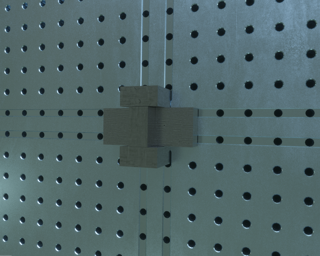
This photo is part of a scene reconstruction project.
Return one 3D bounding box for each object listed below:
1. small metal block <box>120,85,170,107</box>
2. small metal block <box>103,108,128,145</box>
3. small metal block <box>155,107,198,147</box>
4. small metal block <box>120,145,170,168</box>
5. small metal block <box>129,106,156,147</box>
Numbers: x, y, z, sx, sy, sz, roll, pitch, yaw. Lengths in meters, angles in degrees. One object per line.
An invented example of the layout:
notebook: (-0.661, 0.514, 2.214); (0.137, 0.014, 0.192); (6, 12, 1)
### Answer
small metal block: (-0.018, -0.039, 0.404); (0.050, 0.050, 0.025); (1, 91, 19)
small metal block: (-0.050, -0.002, 0.429); (0.050, 0.025, 0.050); (1, 90, 19)
small metal block: (0.022, -0.001, 0.404); (0.050, 0.025, 0.050); (1, 90, 19)
small metal block: (-0.019, 0.036, 0.405); (0.050, 0.050, 0.025); (1, 91, 19)
small metal block: (-0.018, -0.002, 0.404); (0.025, 0.050, 0.050); (1, 90, 20)
